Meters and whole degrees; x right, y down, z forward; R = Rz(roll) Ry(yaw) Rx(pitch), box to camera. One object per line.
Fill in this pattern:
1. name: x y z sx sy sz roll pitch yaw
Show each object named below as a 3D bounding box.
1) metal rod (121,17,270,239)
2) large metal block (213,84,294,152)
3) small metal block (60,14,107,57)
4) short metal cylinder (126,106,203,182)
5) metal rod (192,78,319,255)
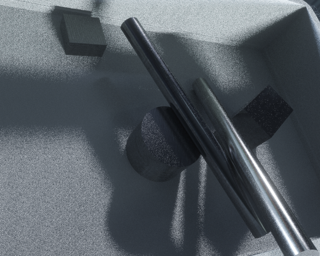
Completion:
1. metal rod: 0.037 -0.011 0.369 0.025 0.025 0.299 -22 74 -36
2. large metal block: 0.131 -0.006 0.447 0.050 0.080 0.080 48 51 5
3. small metal block: -0.106 -0.127 0.427 0.050 0.025 0.050 -4 64 -31
4. short metal cylinder: 0.005 0.020 0.381 0.081 0.050 0.080 14 56 -21
5. metal rod: 0.088 0.018 0.365 0.025 0.025 0.300 14 31 -21
